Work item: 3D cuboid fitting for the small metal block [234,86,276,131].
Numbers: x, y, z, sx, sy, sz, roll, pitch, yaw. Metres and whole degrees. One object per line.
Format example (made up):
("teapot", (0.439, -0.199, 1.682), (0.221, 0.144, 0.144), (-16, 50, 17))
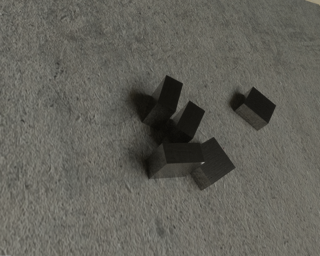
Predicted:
("small metal block", (0.156, -0.032, 0.507), (0.050, 0.025, 0.050), (39, 51, -2))

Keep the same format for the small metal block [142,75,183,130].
("small metal block", (0.003, -0.033, 0.409), (0.025, 0.050, 0.050), (26, 53, -13))

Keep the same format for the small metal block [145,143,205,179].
("small metal block", (0.017, 0.040, 0.372), (0.050, 0.050, 0.025), (1, 62, -28))

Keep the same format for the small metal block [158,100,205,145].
("small metal block", (0.028, 0.000, 0.403), (0.025, 0.050, 0.050), (34, 51, -6))

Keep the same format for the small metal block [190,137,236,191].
("small metal block", (0.063, 0.047, 0.409), (0.050, 0.025, 0.050), (-25, 75, -37))
